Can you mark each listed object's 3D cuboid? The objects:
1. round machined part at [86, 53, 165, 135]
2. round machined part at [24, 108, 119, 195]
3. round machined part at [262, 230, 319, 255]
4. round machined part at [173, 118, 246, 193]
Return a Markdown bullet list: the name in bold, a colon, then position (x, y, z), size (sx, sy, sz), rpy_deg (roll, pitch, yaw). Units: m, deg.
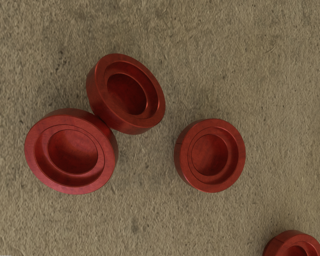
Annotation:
- **round machined part**: position (-0.044, -0.036, 0.368), size (0.099, 0.042, 0.098), rpy_deg (25, 49, -32)
- **round machined part**: position (-0.095, 0.023, 0.349), size (0.099, 0.042, 0.097), rpy_deg (2, 114, 4)
- **round machined part**: position (0.197, 0.204, 0.473), size (0.099, 0.042, 0.097), rpy_deg (0, 90, -20)
- **round machined part**: position (0.064, 0.036, 0.423), size (0.099, 0.042, 0.097), rpy_deg (0, 90, -20)
